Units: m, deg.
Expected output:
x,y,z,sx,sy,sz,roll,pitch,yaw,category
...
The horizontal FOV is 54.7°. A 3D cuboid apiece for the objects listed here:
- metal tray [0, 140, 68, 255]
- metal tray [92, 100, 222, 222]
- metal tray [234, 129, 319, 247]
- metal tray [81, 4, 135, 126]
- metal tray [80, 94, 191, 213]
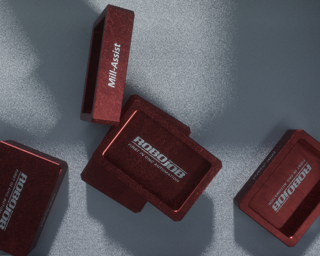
x,y,z,sx,sy,sz,roll,pitch,yaw,category
-0.189,0.091,0.407,0.090,0.030,0.129,22,90,0,metal tray
-0.003,0.038,0.378,0.130,0.030,0.090,37,90,0,metal tray
0.173,0.077,0.409,0.090,0.030,0.130,38,90,0,metal tray
-0.067,-0.070,0.375,0.030,0.090,0.129,8,90,-23,metal tray
-0.031,0.033,0.409,0.090,0.030,0.130,32,90,0,metal tray
